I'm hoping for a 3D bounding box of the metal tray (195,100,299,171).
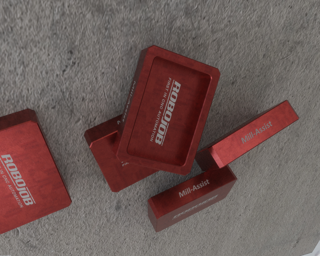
[{"bbox_3d":[0.116,0.013,0.435,0.131,0.090,0.030,-30,85,-12],"label":"metal tray"}]

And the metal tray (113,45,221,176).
[{"bbox_3d":[0.007,-0.018,0.357,0.091,0.030,0.129,16,93,-19],"label":"metal tray"}]

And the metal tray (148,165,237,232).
[{"bbox_3d":[0.047,0.107,0.472,0.131,0.030,0.090,-23,152,-15],"label":"metal tray"}]

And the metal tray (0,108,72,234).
[{"bbox_3d":[-0.163,0.051,0.346,0.091,0.030,0.129,-21,127,-16],"label":"metal tray"}]

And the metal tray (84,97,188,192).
[{"bbox_3d":[-0.020,0.018,0.404,0.131,0.030,0.090,-26,128,-12],"label":"metal tray"}]
